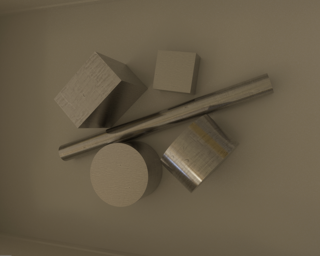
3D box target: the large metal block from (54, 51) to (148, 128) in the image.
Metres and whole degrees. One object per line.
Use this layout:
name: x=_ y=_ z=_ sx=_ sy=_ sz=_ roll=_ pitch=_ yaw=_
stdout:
large metal block: x=-0.074 y=-0.045 z=0.405 sx=0.080 sy=0.080 sz=0.050 roll=-45 pitch=76 yaw=14

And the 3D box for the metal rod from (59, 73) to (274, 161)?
metal rod: x=-0.006 y=-0.008 z=0.410 sx=0.301 sy=0.025 sz=0.025 roll=-18 pitch=84 yaw=18

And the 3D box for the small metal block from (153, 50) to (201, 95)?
small metal block: x=0.022 y=-0.071 z=0.400 sx=0.050 sy=0.025 sz=0.050 roll=9 pitch=93 yaw=19

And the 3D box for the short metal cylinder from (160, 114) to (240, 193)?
short metal cylinder: x=0.047 y=0.030 z=0.363 sx=0.050 sy=0.080 sz=0.080 roll=44 pitch=104 yaw=14

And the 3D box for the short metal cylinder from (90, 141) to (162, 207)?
short metal cylinder: x=-0.044 y=0.058 z=0.409 sx=0.080 sy=0.050 sz=0.079 roll=0 pitch=90 yaw=19
